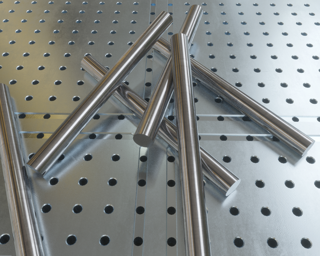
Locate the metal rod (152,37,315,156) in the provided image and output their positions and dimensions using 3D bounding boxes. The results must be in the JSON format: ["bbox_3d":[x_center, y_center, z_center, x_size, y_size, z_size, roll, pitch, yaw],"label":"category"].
[{"bbox_3d":[0.088,-0.062,0.460,0.025,0.025,0.300,-33,58,-25],"label":"metal rod"}]

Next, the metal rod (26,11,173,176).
[{"bbox_3d":[-0.069,-0.062,0.428,0.025,0.025,0.301,26,64,20],"label":"metal rod"}]

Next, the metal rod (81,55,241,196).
[{"bbox_3d":[-0.016,-0.019,0.423,0.025,0.025,0.300,-34,58,-25],"label":"metal rod"}]

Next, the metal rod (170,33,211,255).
[{"bbox_3d":[0.033,0.005,0.367,0.025,0.025,0.299,-2,61,-1],"label":"metal rod"}]

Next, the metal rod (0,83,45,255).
[{"bbox_3d":[-0.172,0.049,0.366,0.025,0.025,0.300,-20,53,-16],"label":"metal rod"}]

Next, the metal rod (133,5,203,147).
[{"bbox_3d":[0.022,-0.096,0.454,0.025,0.025,0.300,12,51,10],"label":"metal rod"}]
